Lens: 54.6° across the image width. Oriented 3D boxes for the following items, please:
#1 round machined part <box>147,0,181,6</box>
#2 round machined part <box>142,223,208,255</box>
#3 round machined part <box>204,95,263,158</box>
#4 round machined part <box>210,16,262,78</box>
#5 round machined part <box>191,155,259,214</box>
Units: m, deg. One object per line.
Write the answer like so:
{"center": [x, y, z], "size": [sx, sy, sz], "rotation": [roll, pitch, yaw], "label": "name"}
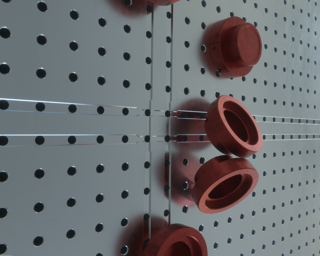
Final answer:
{"center": [-0.005, -0.204, 0.392], "size": [0.099, 0.042, 0.097], "rotation": [0, 90, -40], "label": "round machined part"}
{"center": [0.015, 0.175, 0.410], "size": [0.099, 0.042, 0.097], "rotation": [0, 90, -40], "label": "round machined part"}
{"center": [0.106, 0.002, 0.467], "size": [0.098, 0.042, 0.098], "rotation": [27, 43, -28], "label": "round machined part"}
{"center": [0.129, -0.132, 0.504], "size": [0.099, 0.042, 0.097], "rotation": [0, 90, -40], "label": "round machined part"}
{"center": [0.089, 0.077, 0.451], "size": [0.099, 0.042, 0.097], "rotation": [-16, 136, -16], "label": "round machined part"}
